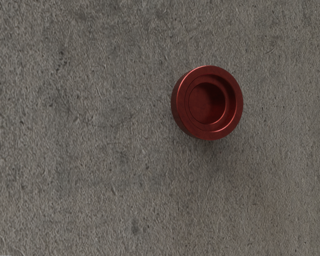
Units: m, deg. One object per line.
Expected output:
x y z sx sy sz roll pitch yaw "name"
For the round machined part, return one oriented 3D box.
0.060 -0.033 0.422 0.099 0.042 0.097 0 90 -20 "round machined part"
